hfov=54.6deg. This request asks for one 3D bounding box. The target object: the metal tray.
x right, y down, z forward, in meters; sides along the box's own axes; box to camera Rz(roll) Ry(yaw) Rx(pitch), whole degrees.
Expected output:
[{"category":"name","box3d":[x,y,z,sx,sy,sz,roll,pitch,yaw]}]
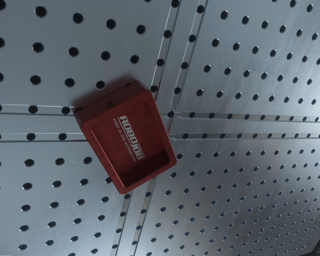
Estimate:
[{"category":"metal tray","box3d":[-0.038,0.016,0.396,0.090,0.030,0.130,-29,128,-10]}]
